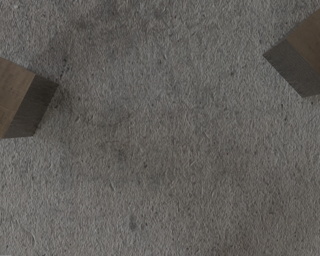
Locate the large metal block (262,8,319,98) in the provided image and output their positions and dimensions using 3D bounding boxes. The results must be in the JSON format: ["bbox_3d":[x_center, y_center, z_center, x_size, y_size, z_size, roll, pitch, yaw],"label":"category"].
[{"bbox_3d":[0.186,-0.087,0.384,0.050,0.080,0.080,-43,90,0],"label":"large metal block"}]

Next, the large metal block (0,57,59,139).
[{"bbox_3d":[-0.177,-0.035,0.381,0.050,0.080,0.080,27,90,0],"label":"large metal block"}]
